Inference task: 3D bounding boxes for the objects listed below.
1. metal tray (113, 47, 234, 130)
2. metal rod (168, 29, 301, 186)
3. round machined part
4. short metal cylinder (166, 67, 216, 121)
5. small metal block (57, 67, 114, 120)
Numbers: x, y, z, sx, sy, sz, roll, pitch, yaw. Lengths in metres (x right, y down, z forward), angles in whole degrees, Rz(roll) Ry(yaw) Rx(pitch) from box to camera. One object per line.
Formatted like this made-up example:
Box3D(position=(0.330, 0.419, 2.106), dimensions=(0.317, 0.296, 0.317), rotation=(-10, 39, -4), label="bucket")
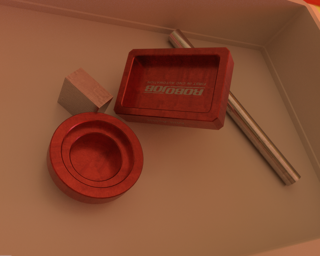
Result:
Box3D(position=(0.016, -0.050, 0.374), dimensions=(0.130, 0.030, 0.090), rotation=(6, 74, 25), label="metal tray")
Box3D(position=(0.113, -0.038, 0.491), dimensions=(0.025, 0.025, 0.299), rotation=(-30, 79, -38), label="metal rod")
Box3D(position=(-0.071, 0.035, 0.336), dimensions=(0.099, 0.042, 0.098), rotation=(14, 56, -21), label="round machined part")
Box3D(position=(0.045, -0.043, 0.423), dimensions=(0.081, 0.080, 0.050), rotation=(0, 62, -29), label="short metal cylinder")
Box3D(position=(-0.089, -0.034, 0.363), dimensions=(0.050, 0.050, 0.025), rotation=(42, 50, 0), label="small metal block")
